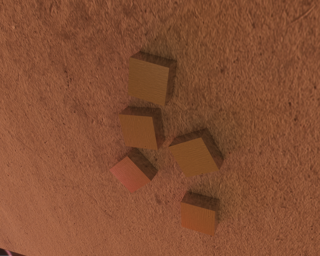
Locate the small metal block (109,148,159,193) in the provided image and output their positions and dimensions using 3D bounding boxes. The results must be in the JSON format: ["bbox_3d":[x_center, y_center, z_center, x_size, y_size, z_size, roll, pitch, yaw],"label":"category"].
[{"bbox_3d":[-0.040,0.064,0.468,0.050,0.025,0.050,48,129,-6],"label":"small metal block"}]

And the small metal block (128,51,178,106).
[{"bbox_3d":[-0.010,-0.060,0.375,0.050,0.025,0.050,19,126,17],"label":"small metal block"}]

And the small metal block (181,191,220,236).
[{"bbox_3d":[0.059,0.125,0.453,0.050,0.025,0.050,10,123,22],"label":"small metal block"}]

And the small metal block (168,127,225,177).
[{"bbox_3d":[0.047,0.033,0.402,0.050,0.025,0.050,-19,109,35],"label":"small metal block"}]

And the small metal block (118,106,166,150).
[{"bbox_3d":[-0.024,0.000,0.419,0.050,0.025,0.050,5,121,25],"label":"small metal block"}]
